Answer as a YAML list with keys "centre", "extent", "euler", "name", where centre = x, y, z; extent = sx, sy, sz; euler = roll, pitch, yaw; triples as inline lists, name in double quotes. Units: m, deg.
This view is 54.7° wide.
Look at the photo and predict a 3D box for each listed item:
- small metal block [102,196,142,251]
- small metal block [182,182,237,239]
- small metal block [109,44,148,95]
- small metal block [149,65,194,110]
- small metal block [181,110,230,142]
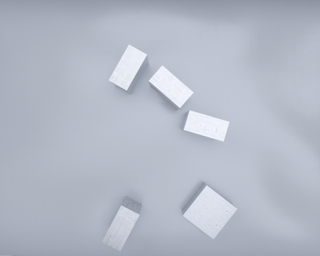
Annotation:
- centre: [-0.047, 0.121, 0.398]
  extent: [0.025, 0.050, 0.050]
  euler: [28, 90, 0]
  name: "small metal block"
- centre: [0.065, 0.109, 0.412]
  extent: [0.050, 0.025, 0.050]
  euler: [38, 90, 0]
  name: "small metal block"
- centre: [-0.039, -0.073, 0.398]
  extent: [0.025, 0.050, 0.050]
  euler: [29, 90, 0]
  name: "small metal block"
- centre: [0.014, -0.050, 0.399]
  extent: [0.050, 0.050, 0.025]
  euler: [41, 90, 0]
  name: "small metal block"
- centre: [0.056, -0.003, 0.399]
  extent: [0.050, 0.050, 0.025]
  euler: [16, 90, 0]
  name: "small metal block"
